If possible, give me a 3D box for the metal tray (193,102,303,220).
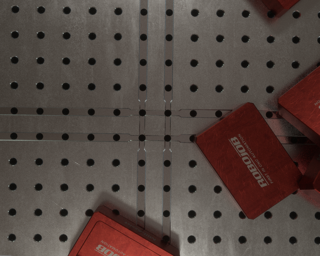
[{"bbox_3d":[0.117,0.042,0.413,0.090,0.030,0.130,-34,90,-1],"label":"metal tray"}]

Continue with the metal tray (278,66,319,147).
[{"bbox_3d":[0.229,-0.041,0.390,0.130,0.030,0.090,-38,53,-1],"label":"metal tray"}]

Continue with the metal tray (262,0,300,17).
[{"bbox_3d":[0.155,-0.228,0.412,0.090,0.030,0.130,-40,91,0],"label":"metal tray"}]

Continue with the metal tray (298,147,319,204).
[{"bbox_3d":[0.249,0.048,0.396,0.090,0.030,0.130,36,74,-1],"label":"metal tray"}]

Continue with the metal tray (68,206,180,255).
[{"bbox_3d":[-0.049,0.175,0.410,0.130,0.030,0.090,31,90,-1],"label":"metal tray"}]
